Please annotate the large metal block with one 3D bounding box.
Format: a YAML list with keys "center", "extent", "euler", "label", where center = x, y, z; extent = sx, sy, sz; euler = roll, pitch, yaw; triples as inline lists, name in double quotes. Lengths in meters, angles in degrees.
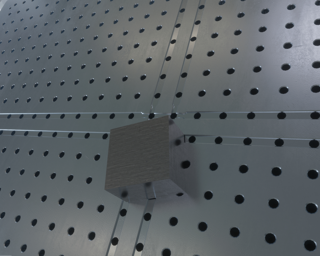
- center: [-0.016, 0.039, 0.378]
  extent: [0.080, 0.050, 0.080]
  euler: [-13, 56, 21]
  label: "large metal block"
